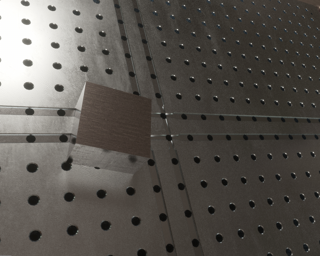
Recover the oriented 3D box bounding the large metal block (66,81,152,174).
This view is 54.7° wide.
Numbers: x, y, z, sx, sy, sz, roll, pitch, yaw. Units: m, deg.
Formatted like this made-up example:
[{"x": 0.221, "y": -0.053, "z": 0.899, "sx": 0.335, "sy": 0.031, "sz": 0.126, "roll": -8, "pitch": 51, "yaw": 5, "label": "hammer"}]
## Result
[{"x": -0.057, "y": 0.002, "z": 0.361, "sx": 0.081, "sy": 0.050, "sz": 0.080, "roll": 14, "pitch": 56, "yaw": -21, "label": "large metal block"}]
